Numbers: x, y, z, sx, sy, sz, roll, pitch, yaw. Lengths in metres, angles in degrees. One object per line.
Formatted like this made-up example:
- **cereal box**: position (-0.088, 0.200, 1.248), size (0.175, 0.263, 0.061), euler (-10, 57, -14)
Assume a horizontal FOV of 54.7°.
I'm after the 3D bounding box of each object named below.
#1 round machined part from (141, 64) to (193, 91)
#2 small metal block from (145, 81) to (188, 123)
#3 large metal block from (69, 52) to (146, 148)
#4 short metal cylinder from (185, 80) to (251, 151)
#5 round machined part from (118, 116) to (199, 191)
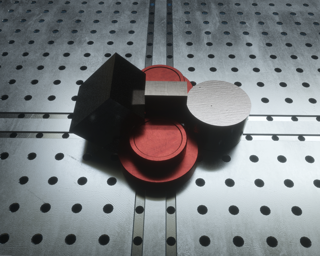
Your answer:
- **round machined part**: position (0.000, -0.053, 0.441), size (0.099, 0.042, 0.098), euler (0, 50, 0)
- **small metal block**: position (0.008, -0.032, 0.389), size (0.050, 0.050, 0.025), euler (1, 50, 1)
- **large metal block**: position (-0.064, -0.034, 0.392), size (0.050, 0.080, 0.080), euler (32, 40, -33)
- **short metal cylinder**: position (0.073, -0.017, 0.405), size (0.080, 0.050, 0.080), euler (0, 50, 0)
- **round machined part**: position (-0.002, 0.024, 0.377), size (0.099, 0.042, 0.098), euler (0, 50, 0)
